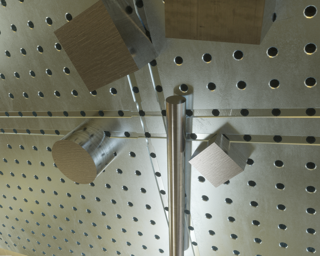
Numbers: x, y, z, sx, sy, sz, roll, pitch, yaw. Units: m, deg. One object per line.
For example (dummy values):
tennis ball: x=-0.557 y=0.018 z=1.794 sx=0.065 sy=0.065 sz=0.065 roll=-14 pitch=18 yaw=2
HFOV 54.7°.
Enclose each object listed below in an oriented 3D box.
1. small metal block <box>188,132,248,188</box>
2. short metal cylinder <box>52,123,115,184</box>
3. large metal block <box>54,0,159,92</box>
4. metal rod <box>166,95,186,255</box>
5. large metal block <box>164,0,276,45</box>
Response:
small metal block: x=0.074 y=0.042 z=0.397 sx=0.050 sy=0.025 sz=0.050 roll=44 pitch=129 yaw=-3
short metal cylinder: x=-0.118 y=0.040 z=0.480 sx=0.080 sy=0.050 sz=0.079 roll=13 pitch=124 yaw=20
large metal block: x=-0.062 y=-0.099 z=0.365 sx=0.080 sy=0.050 sz=0.080 roll=-17 pitch=110 yaw=34
metal rod: x=0.024 y=0.093 z=0.454 sx=0.025 sy=0.025 sz=0.298 roll=12 pitch=123 yaw=21
large metal block: x=0.057 y=-0.113 z=0.275 sx=0.080 sy=0.080 sz=0.050 roll=11 pitch=123 yaw=22
